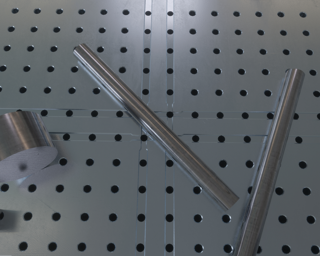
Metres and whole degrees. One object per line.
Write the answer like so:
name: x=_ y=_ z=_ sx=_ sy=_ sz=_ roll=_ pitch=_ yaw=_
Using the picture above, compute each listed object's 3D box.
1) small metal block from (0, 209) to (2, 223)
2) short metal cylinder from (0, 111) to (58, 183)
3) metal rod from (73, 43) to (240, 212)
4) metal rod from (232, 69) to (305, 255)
small metal block: x=-0.222 y=0.106 z=0.358 sx=0.050 sy=0.050 sz=0.025 roll=-1 pitch=70 yaw=-1
short metal cylinder: x=-0.172 y=0.023 z=0.373 sx=0.080 sy=0.080 sz=0.050 roll=-28 pitch=73 yaw=-10
metal rod: x=-0.014 y=-0.010 z=0.414 sx=0.025 sy=0.025 sz=0.300 roll=-41 pitch=75 yaw=-13
metal rod: x=0.137 y=0.054 z=0.392 sx=0.025 sy=0.025 sz=0.300 roll=21 pitch=71 yaw=7
